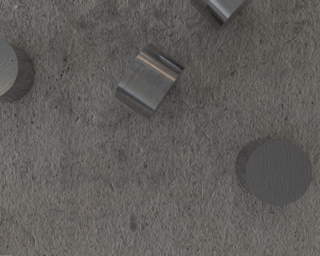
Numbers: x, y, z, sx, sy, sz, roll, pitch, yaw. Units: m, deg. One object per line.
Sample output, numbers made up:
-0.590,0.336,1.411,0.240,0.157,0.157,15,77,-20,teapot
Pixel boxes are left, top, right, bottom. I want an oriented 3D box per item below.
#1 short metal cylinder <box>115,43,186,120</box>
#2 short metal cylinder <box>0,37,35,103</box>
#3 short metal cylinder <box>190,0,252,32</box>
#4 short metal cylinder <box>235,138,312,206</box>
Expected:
-0.012,-0.056,0.382,0.050,0.080,0.080,35,90,0,short metal cylinder
-0.210,-0.074,0.396,0.081,0.050,0.080,0,90,0,short metal cylinder
0.084,-0.167,0.383,0.080,0.080,0.050,-44,90,0,short metal cylinder
0.143,0.054,0.398,0.081,0.050,0.080,0,90,0,short metal cylinder
